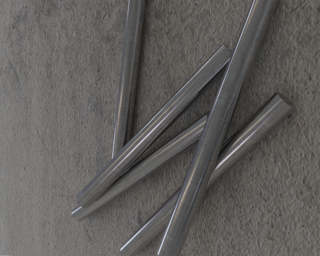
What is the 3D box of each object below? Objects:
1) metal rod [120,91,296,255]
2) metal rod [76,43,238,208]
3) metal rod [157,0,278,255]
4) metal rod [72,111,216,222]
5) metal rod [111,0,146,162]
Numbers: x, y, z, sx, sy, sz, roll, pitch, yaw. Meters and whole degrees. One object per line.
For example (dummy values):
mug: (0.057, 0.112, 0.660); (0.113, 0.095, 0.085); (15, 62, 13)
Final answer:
metal rod: (0.039, 0.074, 0.372); (0.298, 0.025, 0.025); (-50, 61, 28)
metal rod: (-0.018, 0.012, 0.402); (0.299, 0.025, 0.025); (-45, 63, 24)
metal rod: (0.059, 0.002, 0.329); (0.025, 0.025, 0.298); (24, 97, 37)
metal rod: (-0.037, 0.067, 0.435); (0.299, 0.025, 0.025); (-38, 67, 33)
metal rod: (-0.041, -0.097, 0.439); (0.025, 0.025, 0.298); (12, 97, 39)
